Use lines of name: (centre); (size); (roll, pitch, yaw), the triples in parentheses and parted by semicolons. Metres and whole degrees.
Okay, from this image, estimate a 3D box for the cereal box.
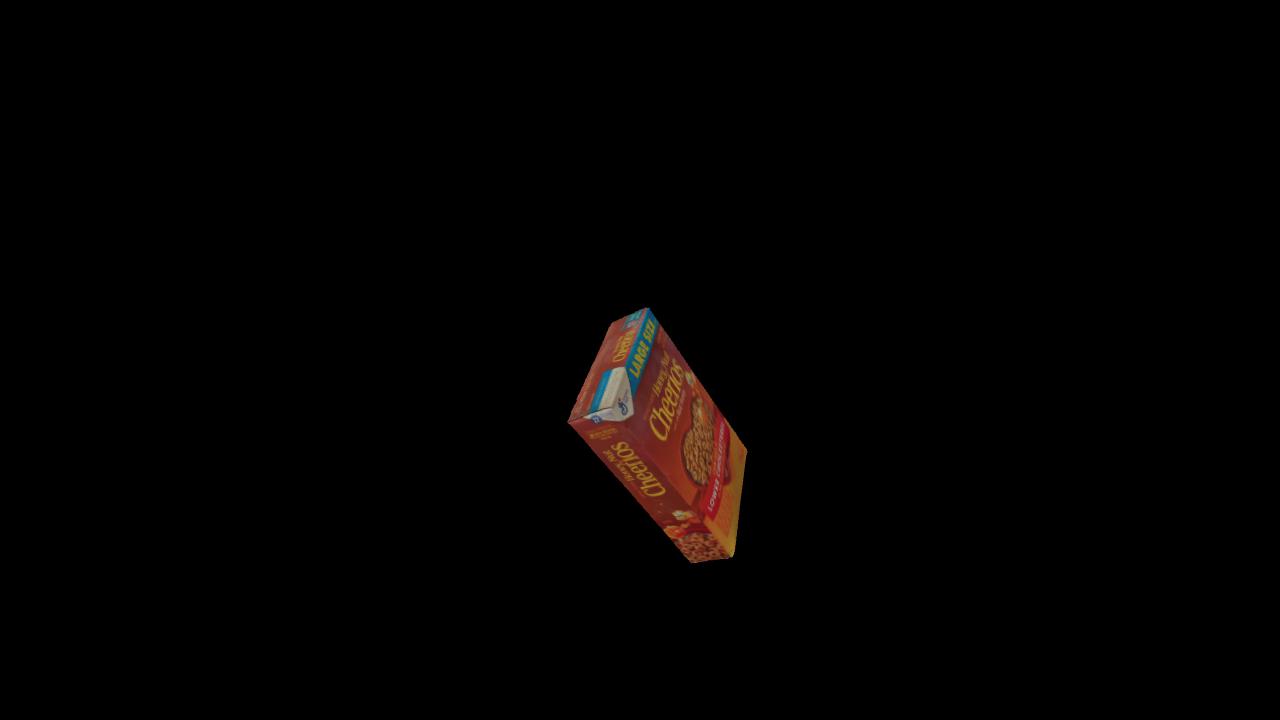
cereal box: (0.042, 0.106, 0.851); (0.081, 0.306, 0.203); (-19, 31, 29)
